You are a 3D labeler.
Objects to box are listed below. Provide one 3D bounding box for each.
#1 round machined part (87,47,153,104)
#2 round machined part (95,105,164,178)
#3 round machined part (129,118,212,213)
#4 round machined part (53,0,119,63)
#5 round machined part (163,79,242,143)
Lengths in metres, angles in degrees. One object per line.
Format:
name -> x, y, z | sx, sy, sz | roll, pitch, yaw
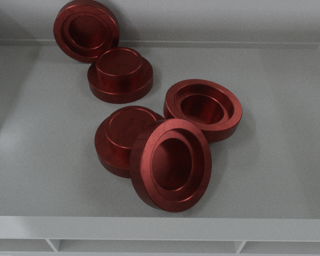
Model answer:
round machined part -> -0.060, -0.085, 0.465 | 0.099, 0.042, 0.098 | 0, 50, 0
round machined part -> -0.032, 0.010, 0.385 | 0.099, 0.042, 0.098 | 0, 50, 0
round machined part -> 0.008, 0.039, 0.338 | 0.042, 0.098, 0.098 | -6, 33, 52
round machined part -> -0.113, -0.155, 0.487 | 0.099, 0.097, 0.042 | -2, 45, -2
round machined part -> 0.053, -0.017, 0.403 | 0.099, 0.042, 0.098 | 6, 46, -6
